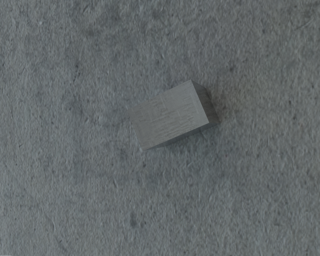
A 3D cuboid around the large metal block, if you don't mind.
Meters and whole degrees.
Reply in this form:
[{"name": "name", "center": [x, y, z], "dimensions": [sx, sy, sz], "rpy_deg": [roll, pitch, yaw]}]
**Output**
[{"name": "large metal block", "center": [0.020, -0.013, 0.372], "dimensions": [0.080, 0.080, 0.050], "rpy_deg": [-24, 82, 18]}]
